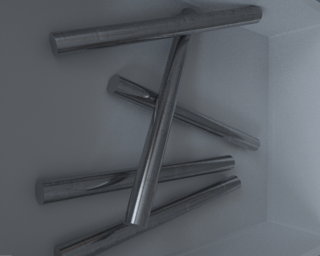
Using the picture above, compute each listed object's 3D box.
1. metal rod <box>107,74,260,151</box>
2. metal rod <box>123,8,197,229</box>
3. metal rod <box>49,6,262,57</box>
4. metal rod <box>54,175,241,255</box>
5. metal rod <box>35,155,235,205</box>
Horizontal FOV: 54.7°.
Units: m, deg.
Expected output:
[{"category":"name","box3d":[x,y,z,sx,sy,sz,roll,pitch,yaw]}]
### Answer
[{"category":"metal rod","box3d":[0.056,-0.011,0.455,0.302,0.025,0.025,20,77,-39]},{"category":"metal rod","box3d":[0.008,-0.032,0.379,0.025,0.025,0.300,34,58,-35]},{"category":"metal rod","box3d":[0.017,-0.127,0.389,0.302,0.025,0.025,-18,102,-29]},{"category":"metal rod","box3d":[0.010,0.113,0.417,0.302,0.025,0.025,-11,97,-40]},{"category":"metal rod","box3d":[-0.004,0.060,0.405,0.302,0.025,0.025,-2,92,-40]}]
